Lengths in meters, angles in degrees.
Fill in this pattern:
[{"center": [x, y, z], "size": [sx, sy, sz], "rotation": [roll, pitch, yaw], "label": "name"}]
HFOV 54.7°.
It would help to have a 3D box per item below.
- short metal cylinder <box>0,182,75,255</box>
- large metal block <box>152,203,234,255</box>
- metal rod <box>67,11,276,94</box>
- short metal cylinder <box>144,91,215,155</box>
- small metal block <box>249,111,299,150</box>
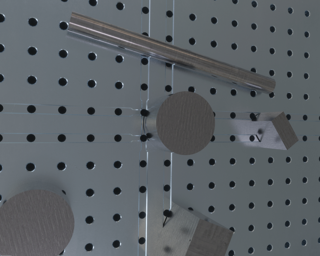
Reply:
[{"center": [-0.140, 0.104, 0.348], "size": [0.081, 0.050, 0.079], "rotation": [0, 90, -20], "label": "short metal cylinder"}, {"center": [0.038, 0.151, 0.398], "size": [0.050, 0.080, 0.080], "rotation": [26, 81, -18], "label": "large metal block"}, {"center": [0.030, -0.096, 0.423], "size": [0.302, 0.025, 0.025], "rotation": [13, 86, -20], "label": "metal rod"}, {"center": [0.025, -0.006, 0.409], "size": [0.081, 0.050, 0.079], "rotation": [0, 90, -20], "label": "short metal cylinder"}, {"center": [0.169, 0.004, 0.462], "size": [0.025, 0.050, 0.050], "rotation": [-36, 102, -16], "label": "small metal block"}]
